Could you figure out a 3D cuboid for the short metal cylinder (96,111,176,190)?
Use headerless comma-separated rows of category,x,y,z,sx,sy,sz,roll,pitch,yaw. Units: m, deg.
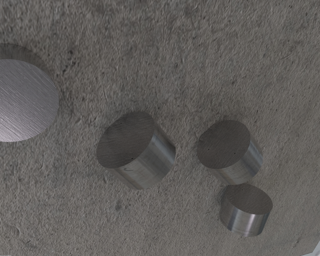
short metal cylinder,-0.028,0.027,0.372,0.080,0.080,0.050,-40,130,-1

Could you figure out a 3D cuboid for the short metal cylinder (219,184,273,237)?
short metal cylinder,0.148,0.141,0.539,0.081,0.080,0.050,-5,121,-26

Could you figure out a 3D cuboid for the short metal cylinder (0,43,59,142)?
short metal cylinder,-0.142,-0.034,0.292,0.081,0.050,0.079,-14,124,-21

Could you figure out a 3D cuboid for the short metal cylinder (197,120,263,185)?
short metal cylinder,0.101,0.035,0.448,0.080,0.080,0.050,-43,129,2
